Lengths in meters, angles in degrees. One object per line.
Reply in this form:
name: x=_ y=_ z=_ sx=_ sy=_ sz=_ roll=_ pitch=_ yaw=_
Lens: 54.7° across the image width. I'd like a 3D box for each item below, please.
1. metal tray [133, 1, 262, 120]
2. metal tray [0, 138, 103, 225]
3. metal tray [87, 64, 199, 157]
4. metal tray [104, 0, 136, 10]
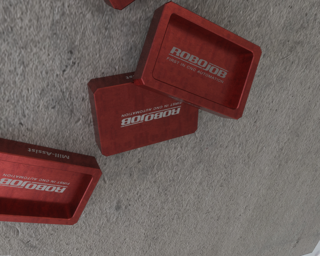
metal tray: x=0.045 y=-0.071 z=0.349 sx=0.131 sy=0.030 sz=0.090 roll=18 pitch=89 yaw=-23
metal tray: x=-0.146 y=0.067 z=0.364 sx=0.131 sy=0.030 sz=0.089 roll=17 pitch=110 yaw=-35
metal tray: x=-0.016 y=-0.024 z=0.380 sx=0.131 sy=0.030 sz=0.089 roll=-14 pitch=125 yaw=-21
metal tray: x=-0.015 y=-0.183 z=0.281 sx=0.130 sy=0.030 sz=0.090 roll=-37 pitch=129 yaw=-3
